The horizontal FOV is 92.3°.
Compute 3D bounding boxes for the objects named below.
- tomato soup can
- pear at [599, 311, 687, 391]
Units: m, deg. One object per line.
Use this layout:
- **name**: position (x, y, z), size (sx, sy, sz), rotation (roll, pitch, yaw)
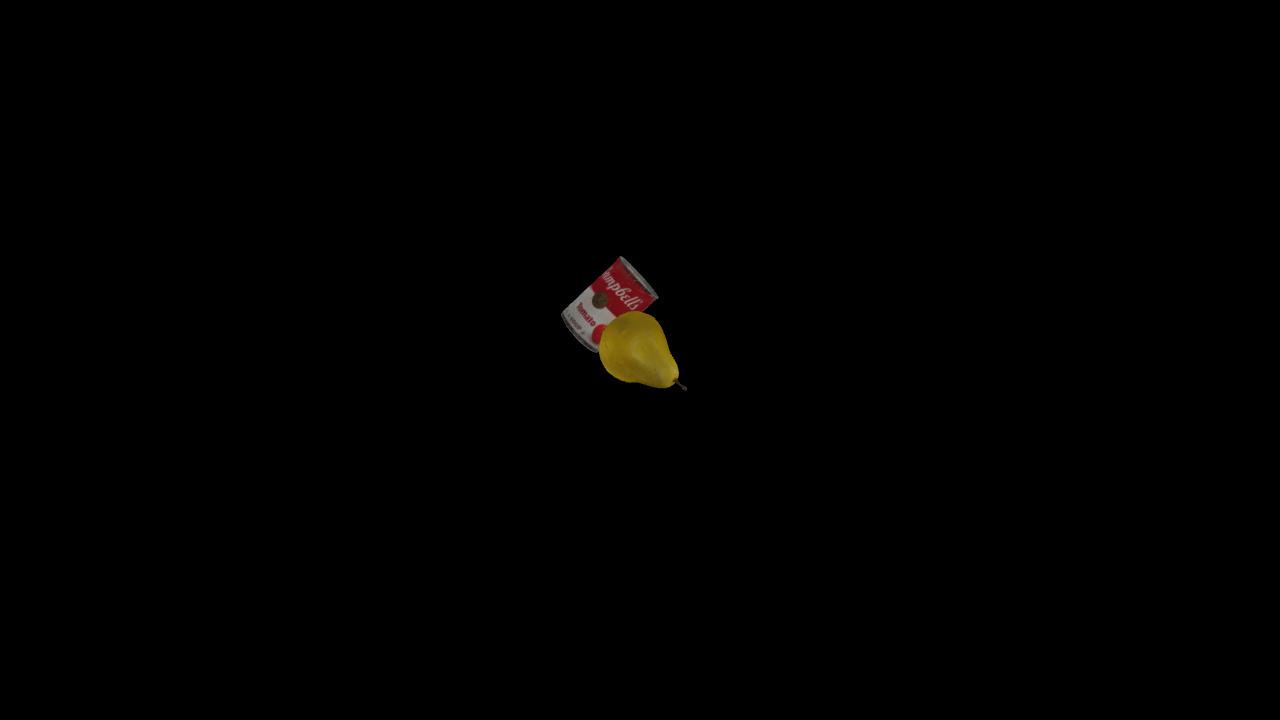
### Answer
- **tomato soup can**: position (-0.037, -0.066, 0.738), size (0.101, 0.068, 0.068), rotation (-42, -9, 11)
- **pear**: position (0.010, 0.000, 0.665), size (0.111, 0.080, 0.080), rotation (44, 13, 14)
